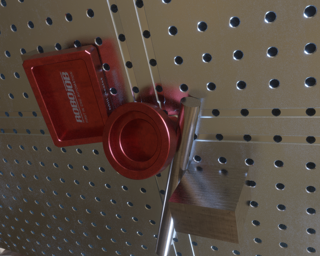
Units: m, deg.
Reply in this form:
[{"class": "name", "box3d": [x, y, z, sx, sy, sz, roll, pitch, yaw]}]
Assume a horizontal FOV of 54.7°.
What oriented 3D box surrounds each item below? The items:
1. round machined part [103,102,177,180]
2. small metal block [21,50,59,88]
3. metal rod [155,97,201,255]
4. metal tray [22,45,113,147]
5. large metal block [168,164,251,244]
[{"class": "round machined part", "box3d": [-0.023, 0.015, 0.404, 0.098, 0.042, 0.097, 2, 94, 27]}, {"class": "small metal block", "box3d": [-0.164, -0.083, 0.444, 0.050, 0.025, 0.050, 7, 122, 24]}, {"class": "metal rod", "box3d": [0.020, 0.091, 0.454, 0.025, 0.025, 0.298, 19, 126, 16]}, {"class": "metal tray", "box3d": [-0.117, -0.040, 0.423, 0.090, 0.030, 0.129, -7, 117, 8]}, {"class": "large metal block", "box3d": [0.067, 0.092, 0.396, 0.080, 0.080, 0.050, 2, 119, 27]}]
